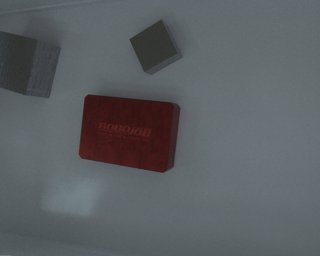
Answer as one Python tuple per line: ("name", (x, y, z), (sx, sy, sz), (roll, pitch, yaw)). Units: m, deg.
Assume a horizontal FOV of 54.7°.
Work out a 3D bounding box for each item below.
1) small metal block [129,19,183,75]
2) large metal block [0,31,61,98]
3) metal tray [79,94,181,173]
("small metal block", (-0.005, -0.106, 0.412), (0.050, 0.025, 0.050), (-27, 82, 17))
("large metal block", (-0.207, -0.095, 0.468), (0.080, 0.050, 0.079), (17, 96, 19))
("metal tray", (-0.043, 0.005, 0.422), (0.130, 0.030, 0.089), (7, 92, 19))
